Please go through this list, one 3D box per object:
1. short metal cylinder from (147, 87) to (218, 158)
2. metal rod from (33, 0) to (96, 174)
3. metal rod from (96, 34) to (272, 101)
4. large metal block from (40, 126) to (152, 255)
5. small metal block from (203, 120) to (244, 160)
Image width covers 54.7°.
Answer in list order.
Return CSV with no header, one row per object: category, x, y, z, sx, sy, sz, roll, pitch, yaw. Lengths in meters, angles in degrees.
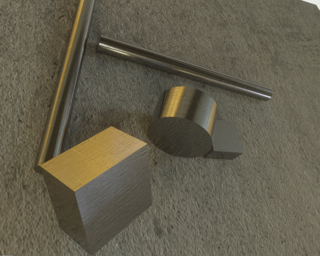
short metal cylinder,0.030,-0.006,0.390,0.080,0.080,0.050,27,52,-12
metal rod,-0.112,-0.083,0.395,0.025,0.025,0.299,15,55,-20
metal rod,0.051,-0.088,0.487,0.302,0.025,0.025,12,57,-22
large metal block,-0.055,0.057,0.296,0.050,0.079,0.081,24,41,35
small metal block,0.085,0.017,0.442,0.050,0.025,0.050,6,59,-26
